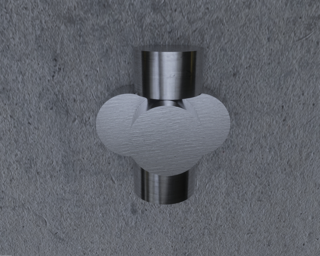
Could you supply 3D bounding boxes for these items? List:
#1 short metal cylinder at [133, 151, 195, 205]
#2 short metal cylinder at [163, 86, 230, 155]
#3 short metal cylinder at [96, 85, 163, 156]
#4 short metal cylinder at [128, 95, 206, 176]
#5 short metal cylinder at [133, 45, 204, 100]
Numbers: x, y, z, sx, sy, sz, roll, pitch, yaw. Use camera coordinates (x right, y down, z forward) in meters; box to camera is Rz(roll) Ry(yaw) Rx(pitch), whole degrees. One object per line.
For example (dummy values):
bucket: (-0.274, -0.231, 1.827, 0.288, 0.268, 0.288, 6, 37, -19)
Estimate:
short metal cylinder: (0.006, 0.055, 0.403, 0.081, 0.080, 0.050, 0, 110, -1)
short metal cylinder: (0.044, -0.011, 0.394, 0.081, 0.050, 0.079, 0, 110, -1)
short metal cylinder: (-0.036, -0.011, 0.393, 0.081, 0.050, 0.079, 0, 110, -1)
short metal cylinder: (0.007, 0.006, 0.346, 0.081, 0.050, 0.079, 0, 110, -1)
short metal cylinder: (0.010, -0.067, 0.358, 0.081, 0.080, 0.050, 0, 110, -1)
